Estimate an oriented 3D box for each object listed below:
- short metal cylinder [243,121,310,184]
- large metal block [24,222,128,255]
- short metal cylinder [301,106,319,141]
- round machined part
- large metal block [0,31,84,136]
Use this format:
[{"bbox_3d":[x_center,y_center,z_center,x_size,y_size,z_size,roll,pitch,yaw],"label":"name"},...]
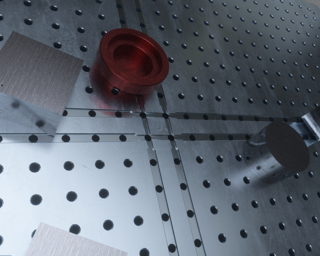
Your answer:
[{"bbox_3d":[0.172,0.037,0.462,0.081,0.050,0.080,14,56,-21],"label":"short metal cylinder"},{"bbox_3d":[-0.084,0.138,0.263,0.080,0.050,0.080,25,53,-13],"label":"large metal block"},{"bbox_3d":[0.300,-0.019,0.546,0.081,0.080,0.050,-20,73,-36],"label":"short metal cylinder"},{"bbox_3d":[-0.040,-0.087,0.428,0.099,0.042,0.098,14,56,-21],"label":"round machined part"},{"bbox_3d":[-0.140,-0.048,0.346,0.080,0.050,0.080,21,54,-16],"label":"large metal block"}]
